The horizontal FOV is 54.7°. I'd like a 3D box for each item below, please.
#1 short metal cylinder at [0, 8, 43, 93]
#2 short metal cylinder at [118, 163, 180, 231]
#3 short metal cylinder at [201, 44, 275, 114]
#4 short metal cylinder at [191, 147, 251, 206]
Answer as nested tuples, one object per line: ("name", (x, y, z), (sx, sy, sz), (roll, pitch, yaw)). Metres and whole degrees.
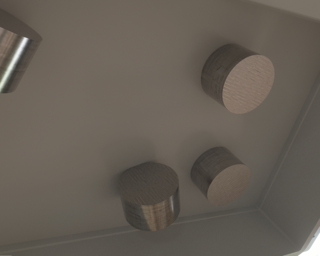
("short metal cylinder", (-0.145, -0.071, 0.250), (0.080, 0.080, 0.050), (24, 105, -37))
("short metal cylinder", (-0.013, 0.092, 0.425), (0.081, 0.080, 0.050), (-18, 126, -18))
("short metal cylinder", (0.102, -0.065, 0.410), (0.081, 0.050, 0.079), (-14, 125, -21))
("short metal cylinder", (0.096, 0.077, 0.495), (0.081, 0.050, 0.079), (-14, 125, -21))
